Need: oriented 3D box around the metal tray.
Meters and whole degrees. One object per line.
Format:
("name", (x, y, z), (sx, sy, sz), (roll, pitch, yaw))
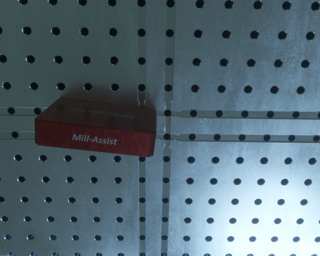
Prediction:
("metal tray", (-0.071, -0.003, 0.376), (0.131, 0.090, 0.030), (7, 110, -3))
